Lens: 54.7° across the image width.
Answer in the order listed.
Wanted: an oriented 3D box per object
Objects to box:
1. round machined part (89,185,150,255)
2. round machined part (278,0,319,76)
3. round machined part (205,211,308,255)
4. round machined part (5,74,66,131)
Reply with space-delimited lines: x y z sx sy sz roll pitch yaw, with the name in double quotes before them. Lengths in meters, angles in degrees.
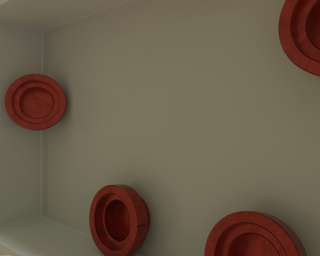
"round machined part" -0.052 0.128 0.436 0.098 0.042 0.097 -5 82 40
"round machined part" 0.158 -0.090 0.265 0.098 0.042 0.097 0 90 40
"round machined part" 0.097 0.133 0.307 0.098 0.042 0.098 -13 69 38
"round machined part" -0.218 -0.043 0.552 0.042 0.099 0.097 165 101 -74
